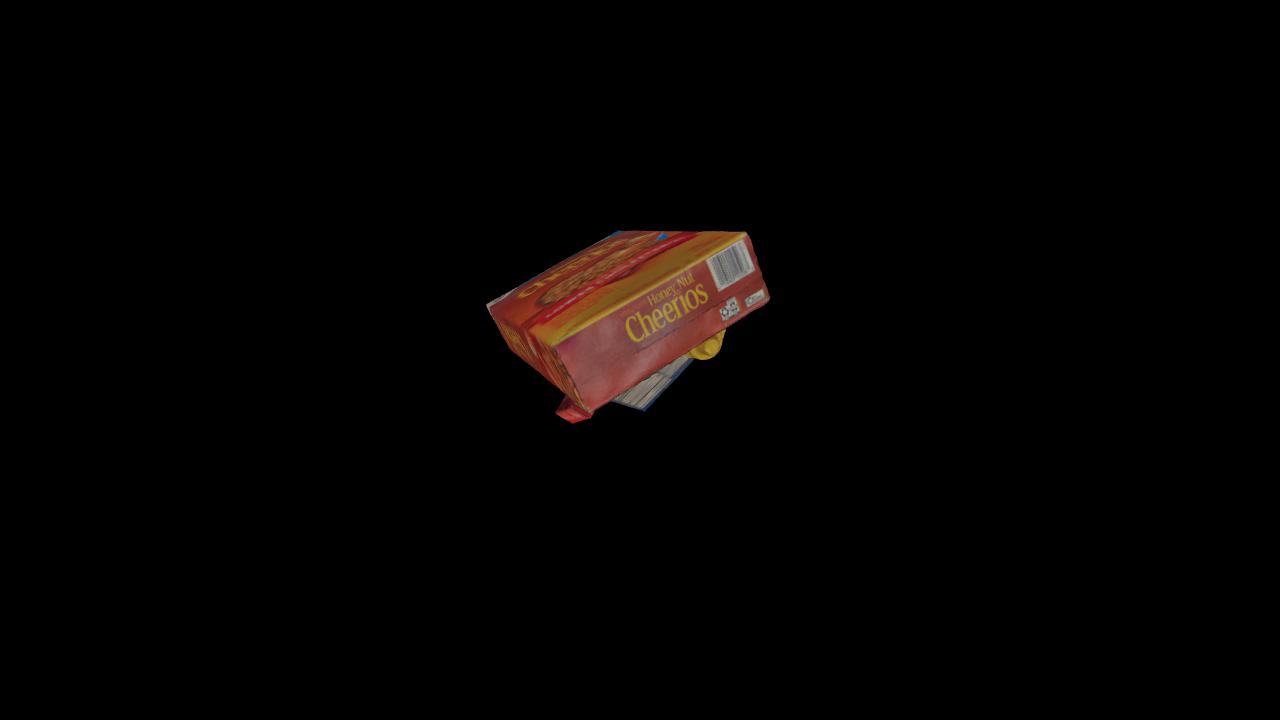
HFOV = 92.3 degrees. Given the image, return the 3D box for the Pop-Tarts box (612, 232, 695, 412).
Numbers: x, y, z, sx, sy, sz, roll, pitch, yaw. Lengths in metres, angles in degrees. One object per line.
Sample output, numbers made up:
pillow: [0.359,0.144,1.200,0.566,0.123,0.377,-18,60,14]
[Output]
Pop-Tarts box: [0.014,-0.035,0.693,0.083,0.167,0.141,45,6,20]

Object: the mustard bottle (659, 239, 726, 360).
mustard bottle: [0.054,-0.039,0.747,0.092,0.054,0.184,-10,20,-13]

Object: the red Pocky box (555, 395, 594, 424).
red Pocky box: [-0.038,-0.001,0.691,0.028,0.155,0.083,34,-18,-12]

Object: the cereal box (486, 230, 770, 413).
cereal box: [-0.035,-0.062,0.653,0.203,0.081,0.306,-31,22,-15]
